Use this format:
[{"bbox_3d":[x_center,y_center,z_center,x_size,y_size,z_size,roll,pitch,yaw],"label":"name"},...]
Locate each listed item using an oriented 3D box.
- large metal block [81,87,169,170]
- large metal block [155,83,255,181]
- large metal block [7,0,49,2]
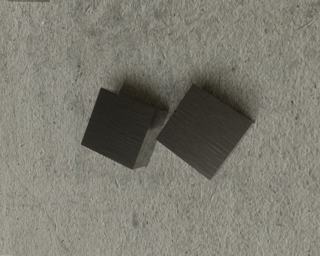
[{"bbox_3d":[-0.046,0.000,0.412,0.080,0.050,0.080,23,98,18],"label":"large metal block"},{"bbox_3d":[0.056,0.004,0.376,0.080,0.050,0.080,37,102,16],"label":"large metal block"},{"bbox_3d":[-0.213,-0.241,0.471,0.080,0.050,0.079,9,93,19],"label":"large metal block"}]
